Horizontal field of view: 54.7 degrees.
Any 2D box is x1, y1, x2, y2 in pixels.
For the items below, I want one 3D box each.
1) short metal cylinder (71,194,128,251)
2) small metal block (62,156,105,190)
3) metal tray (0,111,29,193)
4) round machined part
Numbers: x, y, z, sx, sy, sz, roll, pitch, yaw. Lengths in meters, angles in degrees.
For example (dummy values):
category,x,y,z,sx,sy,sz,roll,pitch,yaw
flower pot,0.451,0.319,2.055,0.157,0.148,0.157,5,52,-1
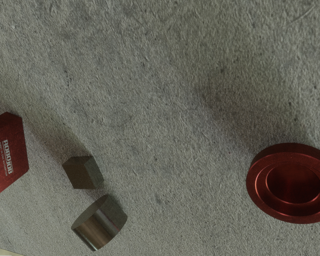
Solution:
category,x,y,z,sx,sy,sz,roll,pitch,yaw
short metal cylinder,-0.102,0.158,0.523,0.080,0.080,0.050,-34,99,38
small metal block,-0.129,0.075,0.521,0.050,0.025,0.050,-5,116,30
metal tray,-0.280,0.047,0.541,0.030,0.090,0.129,21,126,16
round machined part,0.152,0.058,0.352,0.098,0.042,0.097,13,124,21
